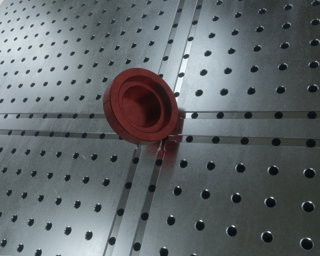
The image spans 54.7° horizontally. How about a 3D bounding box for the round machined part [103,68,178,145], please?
[{"bbox_3d":[-0.028,-0.025,0.401,0.042,0.099,0.098,-27,44,52],"label":"round machined part"}]
